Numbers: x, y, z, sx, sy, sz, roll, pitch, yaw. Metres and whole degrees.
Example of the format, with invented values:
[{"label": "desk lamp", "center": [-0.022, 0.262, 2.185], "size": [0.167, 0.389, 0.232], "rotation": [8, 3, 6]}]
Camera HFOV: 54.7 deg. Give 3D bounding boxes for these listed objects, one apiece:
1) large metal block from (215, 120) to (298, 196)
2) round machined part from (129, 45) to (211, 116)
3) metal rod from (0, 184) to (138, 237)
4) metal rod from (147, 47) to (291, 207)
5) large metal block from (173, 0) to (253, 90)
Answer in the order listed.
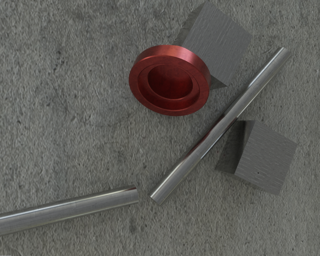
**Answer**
[{"label": "large metal block", "center": [0.139, 0.042, 0.449], "size": [0.080, 0.050, 0.080], "rotation": [27, 81, -19]}, {"label": "round machined part", "center": [0.014, -0.063, 0.384], "size": [0.098, 0.098, 0.042], "rotation": [31, 50, -18]}, {"label": "metal rod", "center": [-0.172, 0.107, 0.345], "size": [0.303, 0.025, 0.025], "rotation": [-9, 93, -20]}, {"label": "metal rod", "center": [0.092, -0.010, 0.444], "size": [0.301, 0.025, 0.025], "rotation": [-47, 105, -14]}, {"label": "large metal block", "center": [0.065, -0.108, 0.421], "size": [0.080, 0.050, 0.080], "rotation": [31, 80, -18]}]
